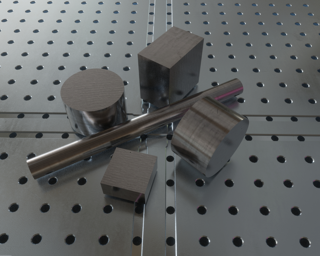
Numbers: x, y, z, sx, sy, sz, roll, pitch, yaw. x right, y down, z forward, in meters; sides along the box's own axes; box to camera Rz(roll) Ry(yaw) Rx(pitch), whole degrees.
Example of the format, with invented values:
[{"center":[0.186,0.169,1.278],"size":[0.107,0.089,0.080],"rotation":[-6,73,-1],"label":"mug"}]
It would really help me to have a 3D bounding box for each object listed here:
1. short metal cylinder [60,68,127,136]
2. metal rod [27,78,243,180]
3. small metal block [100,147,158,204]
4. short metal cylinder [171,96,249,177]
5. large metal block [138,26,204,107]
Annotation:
[{"center":[-0.086,-0.035,0.415],"size":[0.081,0.050,0.080],"rotation":[0,50,0],"label":"short metal cylinder"},{"center":[-0.018,-0.006,0.408],"size":[0.302,0.025,0.025],"rotation":[-23,54,-18],"label":"metal rod"},{"center":[-0.034,0.054,0.357],"size":[0.050,0.025,0.050],"rotation":[12,51,9],"label":"small metal block"},{"center":[0.058,0.010,0.359],"size":[0.050,0.080,0.080],"rotation":[36,59,26],"label":"short metal cylinder"},{"center":[0.016,-0.083,0.437],"size":[0.050,0.080,0.080],"rotation":[29,56,22],"label":"large metal block"}]
